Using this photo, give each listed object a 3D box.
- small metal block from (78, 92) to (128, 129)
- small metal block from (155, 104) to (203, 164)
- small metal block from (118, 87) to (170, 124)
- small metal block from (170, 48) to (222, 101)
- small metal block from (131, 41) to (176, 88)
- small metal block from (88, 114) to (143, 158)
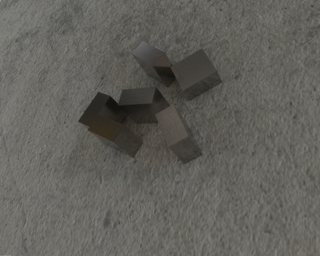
[{"bbox_3d":[-0.078,-0.014,0.436,0.025,0.050,0.050,21,73,35],"label":"small metal block"},{"bbox_3d":[0.023,0.008,0.370,0.025,0.050,0.050,-29,52,9],"label":"small metal block"},{"bbox_3d":[-0.019,-0.029,0.414,0.050,0.050,0.025,-1,61,27],"label":"small metal block"},{"bbox_3d":[0.049,-0.073,0.422,0.050,0.025,0.050,-29,52,9],"label":"small metal block"},{"bbox_3d":[-0.007,-0.091,0.446,0.025,0.050,0.050,-48,52,-5],"label":"small metal block"},{"bbox_3d":[-0.058,0.011,0.410,0.050,0.050,0.025,21,73,35],"label":"small metal block"}]
